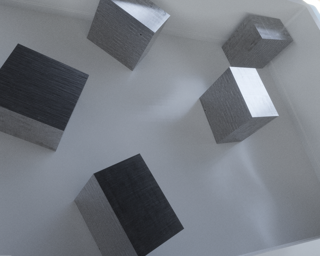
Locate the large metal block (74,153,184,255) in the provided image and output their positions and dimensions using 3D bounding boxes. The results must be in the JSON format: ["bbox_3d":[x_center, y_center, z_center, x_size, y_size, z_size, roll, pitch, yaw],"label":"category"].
[{"bbox_3d":[-0.035,0.083,0.302,0.050,0.080,0.080,-22,74,-36],"label":"large metal block"}]

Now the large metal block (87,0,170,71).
[{"bbox_3d":[-0.046,-0.141,0.433,0.080,0.080,0.050,36,51,-5],"label":"large metal block"}]

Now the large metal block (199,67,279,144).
[{"bbox_3d":[0.111,-0.032,0.452,0.050,0.080,0.080,-4,64,-30],"label":"large metal block"}]

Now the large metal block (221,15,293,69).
[{"bbox_3d":[0.174,-0.152,0.560,0.081,0.080,0.050,-7,66,-32],"label":"large metal block"}]

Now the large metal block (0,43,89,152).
[{"bbox_3d":[-0.134,-0.032,0.338,0.080,0.050,0.080,23,53,-15],"label":"large metal block"}]
